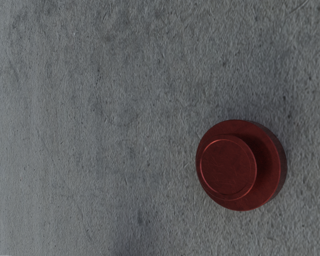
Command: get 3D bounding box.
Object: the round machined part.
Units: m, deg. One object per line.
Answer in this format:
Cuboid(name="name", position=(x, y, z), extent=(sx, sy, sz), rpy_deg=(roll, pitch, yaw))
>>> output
Cuboid(name="round machined part", position=(0.078, 0.039, 0.329), extent=(0.098, 0.042, 0.097), rpy_deg=(0, 90, 40))
